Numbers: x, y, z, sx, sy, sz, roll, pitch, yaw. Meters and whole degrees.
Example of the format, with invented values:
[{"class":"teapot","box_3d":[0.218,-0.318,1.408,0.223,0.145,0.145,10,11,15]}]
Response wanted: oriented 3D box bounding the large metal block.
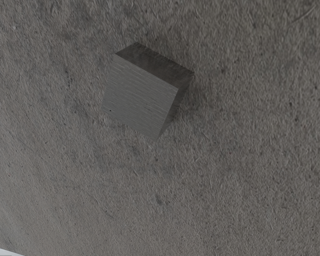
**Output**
[{"class":"large metal block","box_3d":[-0.017,-0.044,0.373,0.080,0.050,0.079,30,128,9]}]
